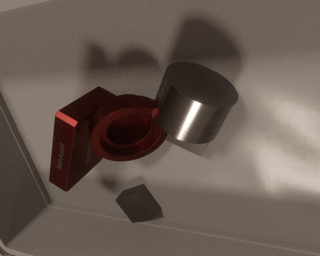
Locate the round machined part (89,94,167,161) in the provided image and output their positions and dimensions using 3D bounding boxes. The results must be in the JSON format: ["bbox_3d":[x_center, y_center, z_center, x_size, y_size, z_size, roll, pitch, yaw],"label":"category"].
[{"bbox_3d":[-0.041,-0.004,0.393,0.099,0.042,0.097,-13,138,-11],"label":"round machined part"}]

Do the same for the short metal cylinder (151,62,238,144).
[{"bbox_3d":[0.036,-0.029,0.335,0.080,0.080,0.050,29,128,9],"label":"short metal cylinder"}]

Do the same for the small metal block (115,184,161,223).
[{"bbox_3d":[-0.035,0.123,0.502,0.050,0.025,0.050,-25,105,36],"label":"small metal block"}]

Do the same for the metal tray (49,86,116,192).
[{"bbox_3d":[-0.107,0.016,0.430,0.030,0.090,0.129,29,128,11],"label":"metal tray"}]

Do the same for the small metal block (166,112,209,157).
[{"bbox_3d":[0.040,0.001,0.387,0.050,0.025,0.050,25,127,12],"label":"small metal block"}]
